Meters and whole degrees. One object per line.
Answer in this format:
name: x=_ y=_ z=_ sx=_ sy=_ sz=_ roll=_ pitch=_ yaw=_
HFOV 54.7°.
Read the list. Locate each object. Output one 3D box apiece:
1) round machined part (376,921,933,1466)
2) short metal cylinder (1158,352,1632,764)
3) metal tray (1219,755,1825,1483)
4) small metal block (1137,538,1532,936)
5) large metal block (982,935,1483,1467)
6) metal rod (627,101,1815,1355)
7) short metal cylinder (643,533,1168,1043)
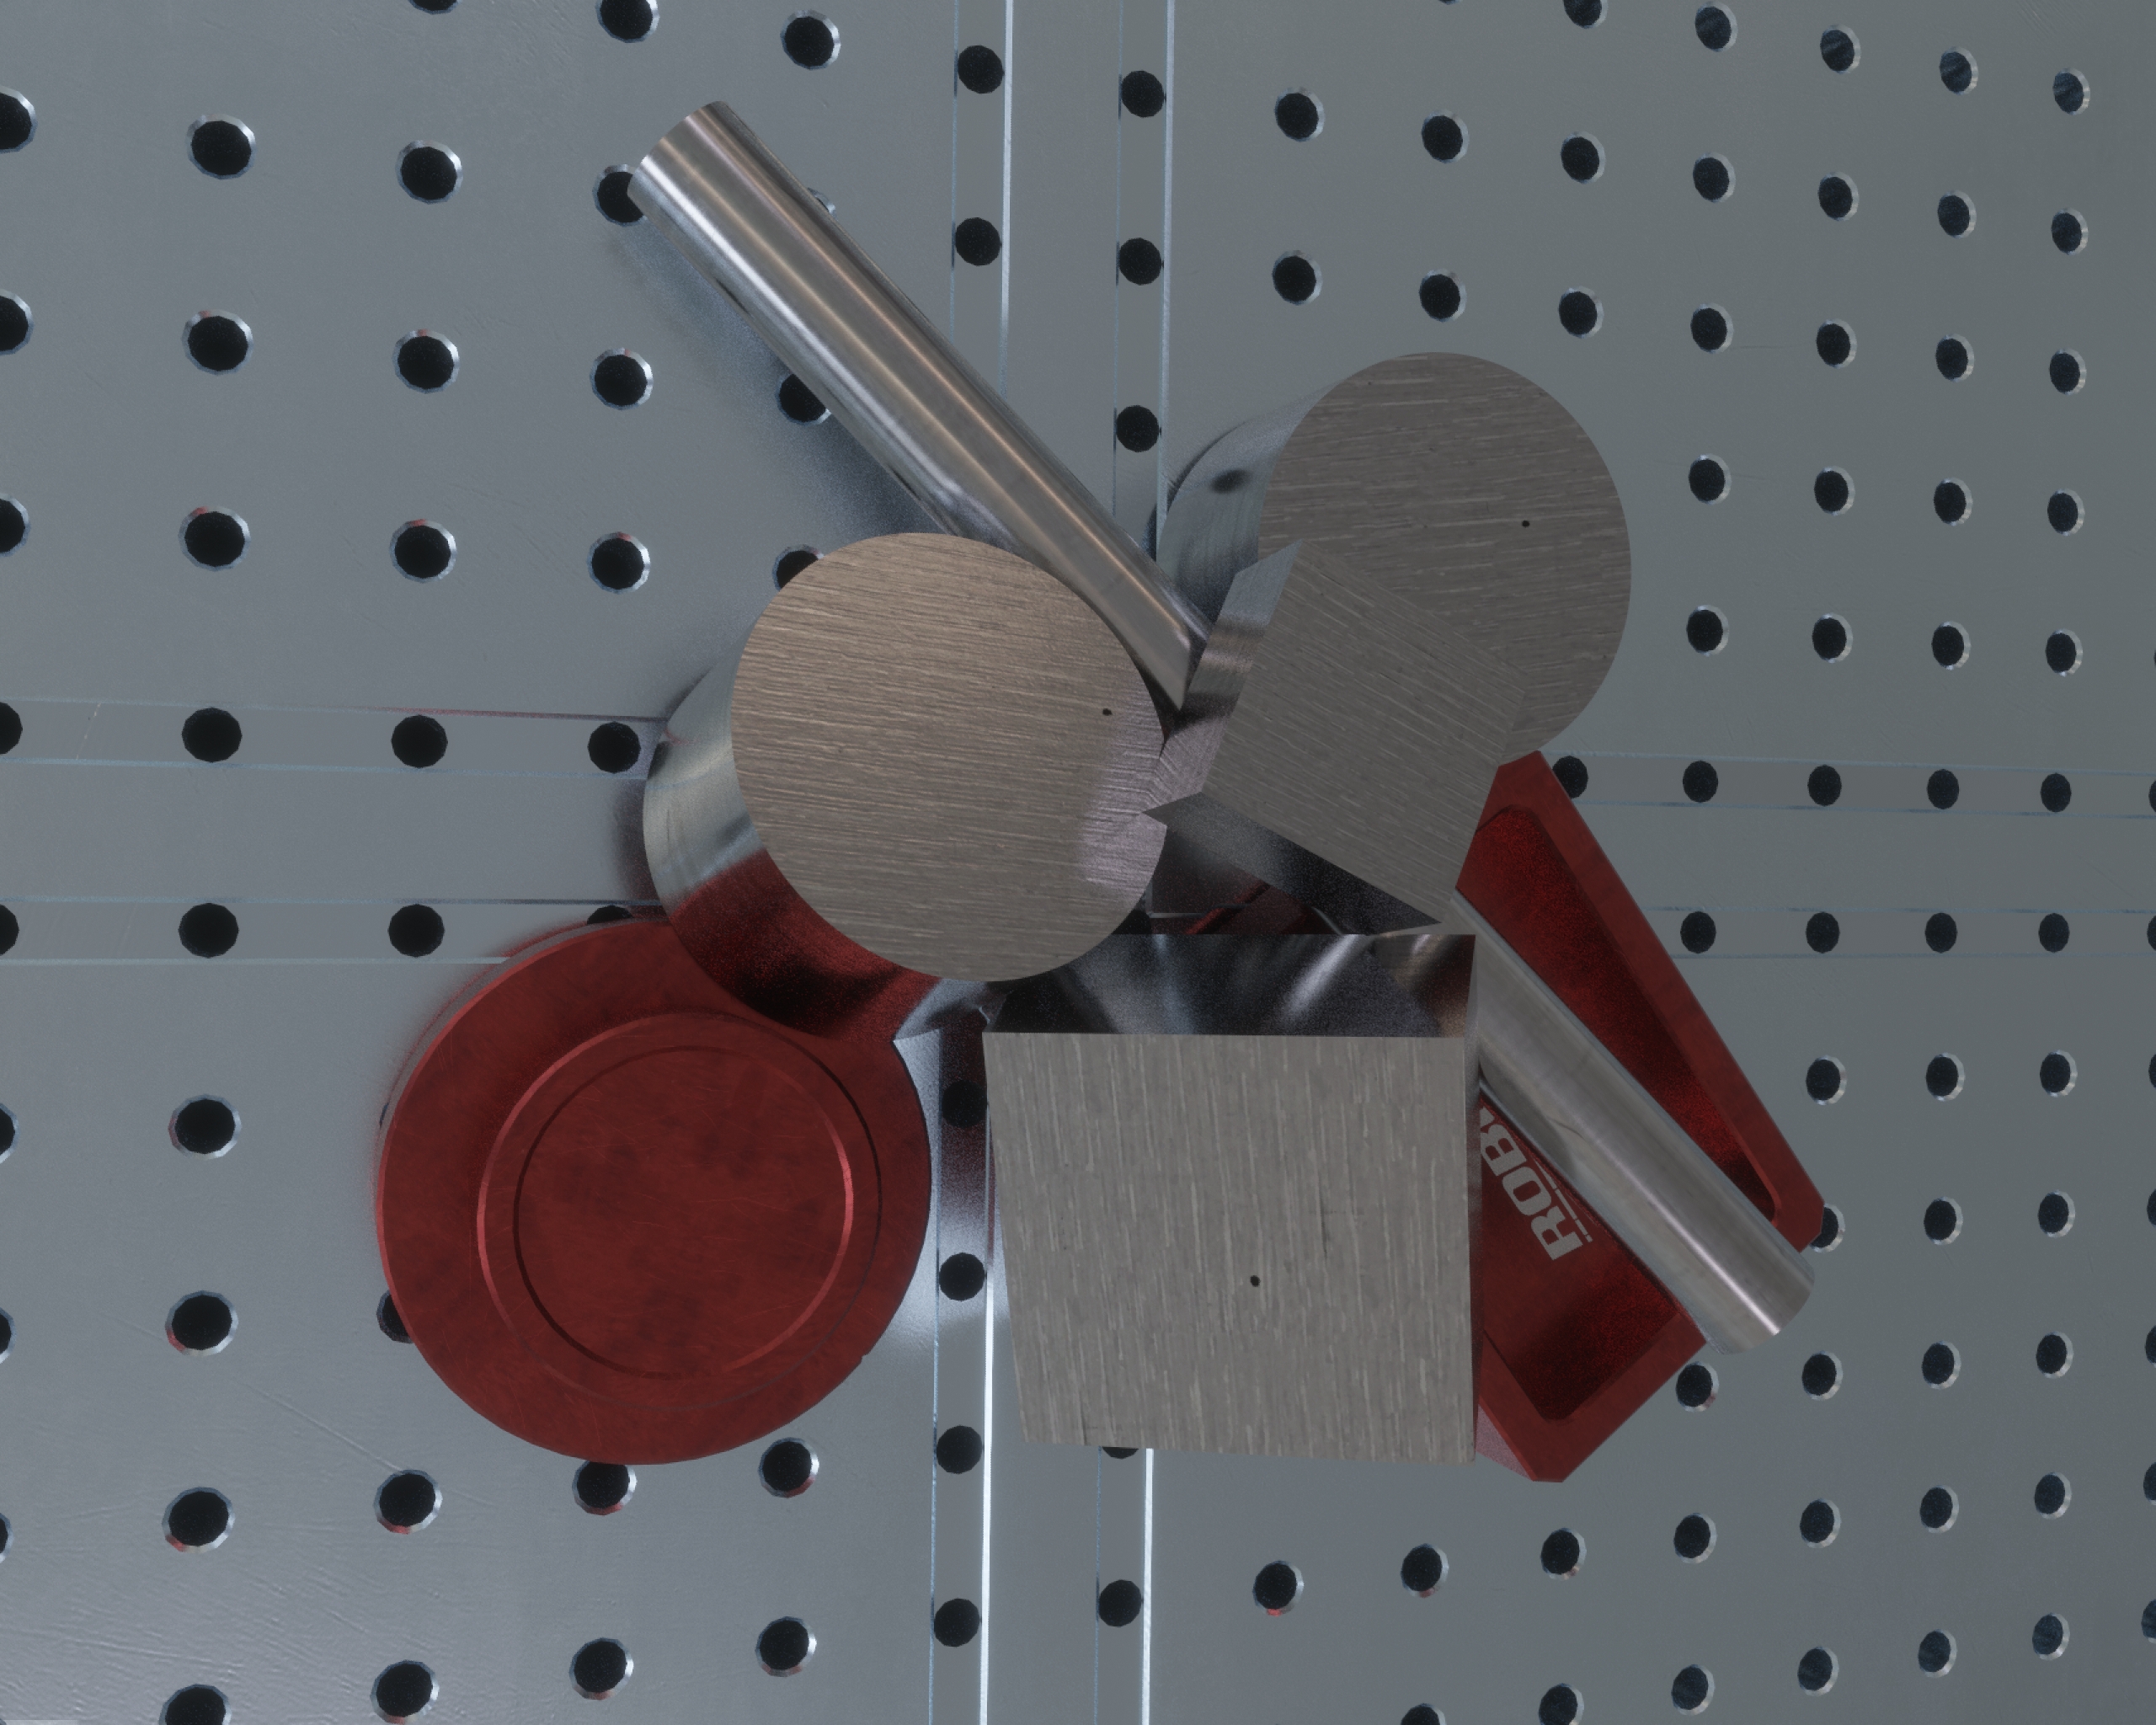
round machined part: x=-0.073 y=0.059 z=0.372 sx=0.099 sy=0.042 sz=0.097 roll=0 pitch=90 yaw=-20
short metal cylinder: x=0.062 y=-0.057 z=0.419 sx=0.081 sy=0.050 sz=0.079 roll=0 pitch=90 yaw=-20
metal tray: x=0.089 y=0.052 z=0.439 sx=0.090 sy=0.030 sz=0.130 roll=-38 pitch=102 yaw=-16
small metal block: x=0.046 y=-0.021 z=0.370 sx=0.050 sy=0.025 sz=0.050 roll=28 pitch=73 yaw=-18
large metal block: x=0.031 y=0.059 z=0.379 sx=0.080 sy=0.050 sz=0.079 roll=0 pitch=107 yaw=13
metal rod: x=0.030 y=-0.022 z=0.394 sx=0.300 sy=0.025 sz=0.025 roll=46 pitch=75 yaw=-5
short metal cylinder: x=-0.031 y=-0.012 z=0.372 sx=0.081 sy=0.050 sz=0.080 roll=9 pitch=70 yaw=-26
